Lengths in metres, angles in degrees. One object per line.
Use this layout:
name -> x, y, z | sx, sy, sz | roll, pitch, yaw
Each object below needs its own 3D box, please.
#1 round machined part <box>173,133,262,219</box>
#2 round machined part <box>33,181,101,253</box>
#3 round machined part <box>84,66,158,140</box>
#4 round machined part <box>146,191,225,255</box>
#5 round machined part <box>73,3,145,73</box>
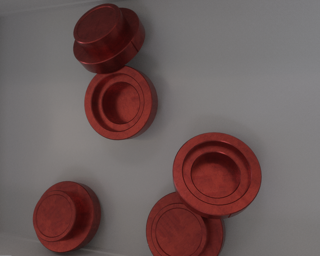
round machined part -> 0.064, 0.058, 0.363 | 0.099, 0.042, 0.098 | -1, 62, 2
round machined part -> -0.137, 0.124, 0.437 | 0.098, 0.042, 0.098 | -5, 72, 17
round machined part -> -0.048, -0.033, 0.419 | 0.098, 0.042, 0.097 | 0, 90, 20
round machined part -> 0.028, 0.127, 0.380 | 0.098, 0.042, 0.098 | -5, 75, 18
round machined part -> -0.072, -0.123, 0.405 | 0.098, 0.042, 0.098 | -11, 57, 18
